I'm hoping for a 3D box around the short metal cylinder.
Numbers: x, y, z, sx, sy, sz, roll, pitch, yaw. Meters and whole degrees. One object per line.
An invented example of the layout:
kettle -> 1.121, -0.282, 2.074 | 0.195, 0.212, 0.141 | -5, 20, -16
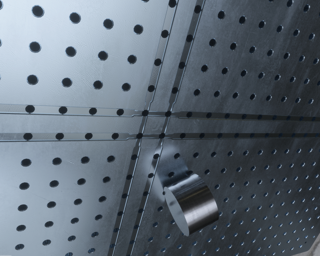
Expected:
short metal cylinder -> 0.047, 0.117, 0.476 | 0.050, 0.080, 0.080 | -22, 127, -16
